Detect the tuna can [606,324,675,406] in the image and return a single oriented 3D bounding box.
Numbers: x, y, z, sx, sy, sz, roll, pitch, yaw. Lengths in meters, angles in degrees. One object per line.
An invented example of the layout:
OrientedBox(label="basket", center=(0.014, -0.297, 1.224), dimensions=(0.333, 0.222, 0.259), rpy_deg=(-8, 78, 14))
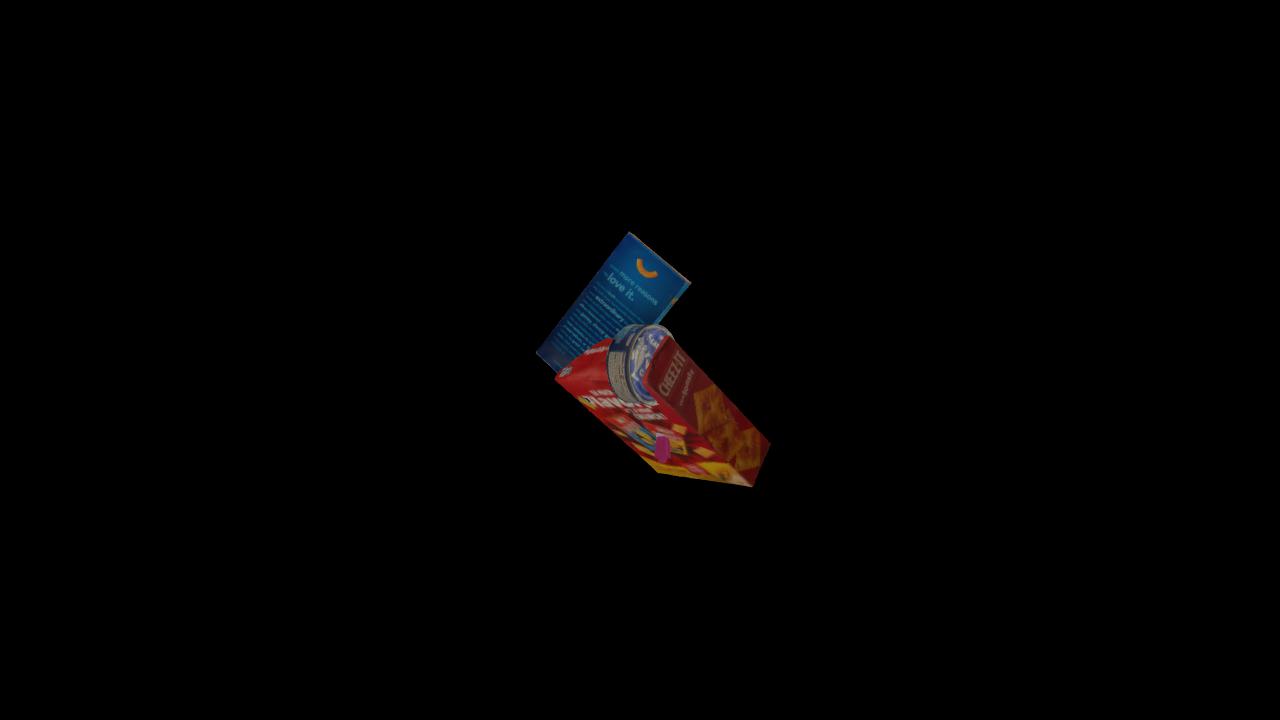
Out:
OrientedBox(label="tuna can", center=(0.003, 0.004, 0.637), dimensions=(0.034, 0.084, 0.084), rpy_deg=(4, 3, 39))

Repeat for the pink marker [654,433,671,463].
OrientedBox(label="pink marker", center=(0.027, 0.061, 0.723), dimensions=(0.020, 0.121, 0.020), rpy_deg=(2, -25, 1))

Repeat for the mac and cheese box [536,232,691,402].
OrientedBox(label="mac and cheese box", center=(-0.033, -0.049, 0.729), dimensions=(0.093, 0.184, 0.041), rpy_deg=(42, 13, 9))

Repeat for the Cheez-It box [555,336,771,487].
OrientedBox(label="Cheez-It box", center=(0.028, 0.063, 0.740), dimensions=(0.166, 0.071, 0.223), rpy_deg=(-2, -38, 47))
